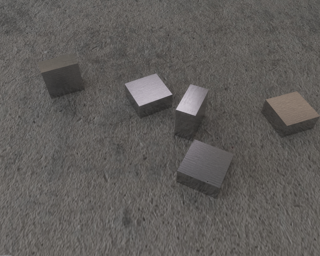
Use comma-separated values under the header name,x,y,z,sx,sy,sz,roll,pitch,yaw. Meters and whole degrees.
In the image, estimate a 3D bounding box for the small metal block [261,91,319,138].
name,x,y,z,sx,sy,sz,roll,pitch,yaw
small metal block,0.176,-0.019,0.420,0.050,0.025,0.050,-15,52,-13

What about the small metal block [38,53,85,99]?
name,x,y,z,sx,sy,sz,roll,pitch,yaw
small metal block,-0.142,-0.075,0.449,0.050,0.050,0.025,-19,53,-16

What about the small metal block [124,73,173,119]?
name,x,y,z,sx,sy,sz,roll,pitch,yaw
small metal block,-0.017,-0.047,0.442,0.050,0.025,0.050,-21,53,-17

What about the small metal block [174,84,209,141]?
name,x,y,z,sx,sy,sz,roll,pitch,yaw
small metal block,0.041,-0.020,0.404,0.025,0.050,0.050,19,53,15

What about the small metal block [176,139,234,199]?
name,x,y,z,sx,sy,sz,roll,pitch,yaw
small metal block,0.053,0.047,0.364,0.050,0.025,0.050,21,53,16
